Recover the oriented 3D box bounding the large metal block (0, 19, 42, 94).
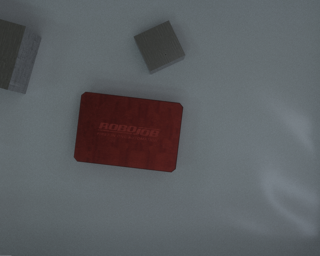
[{"bbox_3d":[-0.211,-0.095,0.396,0.080,0.050,0.080,16,90,-1],"label":"large metal block"}]

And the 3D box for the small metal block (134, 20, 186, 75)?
[{"bbox_3d":[-0.001,-0.106,0.411,0.050,0.025,0.050,-25,90,-1],"label":"small metal block"}]

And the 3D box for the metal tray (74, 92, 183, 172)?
[{"bbox_3d":[-0.040,0.005,0.408,0.131,0.030,0.089,7,90,-1],"label":"metal tray"}]
